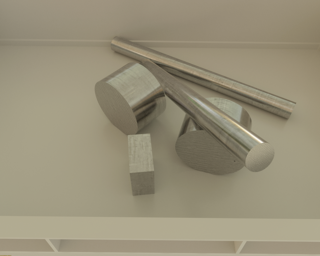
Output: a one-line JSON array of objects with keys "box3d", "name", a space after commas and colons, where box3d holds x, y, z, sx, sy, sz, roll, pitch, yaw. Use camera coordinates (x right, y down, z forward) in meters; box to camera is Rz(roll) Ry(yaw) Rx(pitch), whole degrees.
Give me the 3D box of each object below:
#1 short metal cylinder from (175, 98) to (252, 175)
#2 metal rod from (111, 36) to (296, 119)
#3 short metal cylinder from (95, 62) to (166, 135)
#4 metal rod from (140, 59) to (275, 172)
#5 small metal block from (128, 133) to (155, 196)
[{"box3d": [0.063, 0.011, 0.361, 0.080, 0.080, 0.050, 13, 51, 10], "name": "short metal cylinder"}, {"box3d": [0.053, -0.083, 0.475, 0.301, 0.025, 0.025, 25, 54, 19], "name": "metal rod"}, {"box3d": [-0.038, -0.037, 0.400, 0.080, 0.080, 0.050, 36, 59, 26], "name": "short metal cylinder"}, {"box3d": [0.026, -0.037, 0.359, 0.025, 0.025, 0.300, -16, 28, -13], "name": "metal rod"}, {"box3d": [-0.021, 0.042, 0.353, 0.025, 0.050, 0.050, -5, 50, -4], "name": "small metal block"}]
